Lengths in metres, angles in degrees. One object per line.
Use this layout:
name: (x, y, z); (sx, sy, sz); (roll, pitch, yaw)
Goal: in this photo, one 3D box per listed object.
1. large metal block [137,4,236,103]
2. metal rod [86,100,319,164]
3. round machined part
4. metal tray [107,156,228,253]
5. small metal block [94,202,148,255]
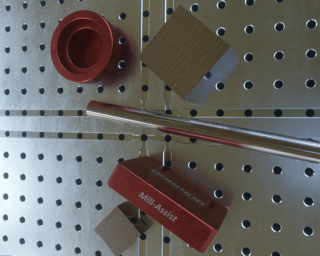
large metal block: (0.034, -0.089, 0.387); (0.080, 0.050, 0.080); (45, 104, 14)
metal rod: (0.041, 0.000, 0.397); (0.301, 0.025, 0.025); (11, 94, 19)
round machined part: (-0.101, -0.111, 0.438); (0.098, 0.042, 0.097); (0, 90, 19)
metal tray: (0.013, 0.083, 0.372); (0.130, 0.090, 0.030); (32, 100, 17)
small metal block: (-0.054, 0.140, 0.430); (0.050, 0.025, 0.050); (47, 104, 13)
